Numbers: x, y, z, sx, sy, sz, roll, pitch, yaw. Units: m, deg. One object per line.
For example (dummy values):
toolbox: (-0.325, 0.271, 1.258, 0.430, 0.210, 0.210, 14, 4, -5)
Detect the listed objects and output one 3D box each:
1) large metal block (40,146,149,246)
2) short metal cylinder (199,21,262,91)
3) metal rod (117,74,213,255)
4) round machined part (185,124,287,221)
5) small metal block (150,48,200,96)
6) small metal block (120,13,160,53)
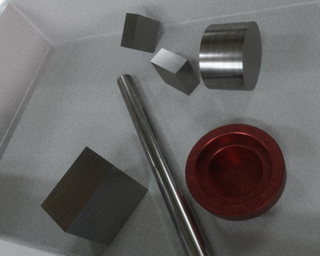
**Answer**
large metal block: (-0.071, 0.080, 0.357, 0.050, 0.080, 0.080, 27, 77, 37)
short metal cylinder: (0.088, -0.086, 0.377, 0.050, 0.080, 0.080, 7, 65, 31)
metal rod: (-0.004, 0.035, 0.385, 0.025, 0.025, 0.300, -31, 52, 8)
round machined part: (0.080, 0.048, 0.323, 0.098, 0.042, 0.098, -13, 56, 20)
small metal block: (0.021, -0.077, 0.424, 0.050, 0.050, 0.025, 35, 82, 38)
small metal block: (-0.030, -0.147, 0.482, 0.025, 0.050, 0.050, 21, 106, 35)
